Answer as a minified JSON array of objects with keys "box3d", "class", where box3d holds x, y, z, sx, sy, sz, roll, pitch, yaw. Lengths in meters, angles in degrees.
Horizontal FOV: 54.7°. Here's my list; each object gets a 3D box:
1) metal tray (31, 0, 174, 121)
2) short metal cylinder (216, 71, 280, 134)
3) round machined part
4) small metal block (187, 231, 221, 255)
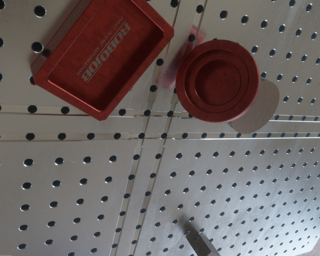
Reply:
[{"box3d":[-0.058,-0.081,0.325,0.090,0.030,0.130,34,99,-39],"class":"metal tray"},{"box3d":[0.118,-0.038,0.434,0.081,0.050,0.079,-15,126,-21],"class":"short metal cylinder"},{"box3d":[0.072,-0.054,0.380,0.098,0.098,0.042,-56,160,11],"class":"round machined part"},{"box3d":[0.085,0.229,0.584,0.025,0.050,0.050,-44,129,2],"class":"small metal block"}]
